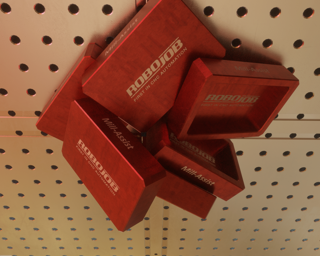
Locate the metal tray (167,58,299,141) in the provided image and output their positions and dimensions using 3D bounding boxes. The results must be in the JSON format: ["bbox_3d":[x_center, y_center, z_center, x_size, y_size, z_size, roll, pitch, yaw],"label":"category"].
[{"bbox_3d":[0.083,-0.029,0.352,0.131,0.030,0.089,-2,135,-29],"label":"metal tray"}]

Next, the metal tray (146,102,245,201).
[{"bbox_3d":[0.044,0.026,0.390,0.130,0.090,0.030,31,123,-24],"label":"metal tray"}]

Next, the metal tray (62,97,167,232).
[{"bbox_3d":[-0.058,0.037,0.343,0.030,0.130,0.089,-20,145,-42],"label":"metal tray"}]

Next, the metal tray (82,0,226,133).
[{"bbox_3d":[-0.007,-0.066,0.327,0.130,0.030,0.090,-44,122,14],"label":"metal tray"}]

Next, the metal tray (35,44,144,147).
[{"bbox_3d":[-0.082,-0.028,0.384,0.090,0.030,0.129,31,124,-25],"label":"metal tray"}]

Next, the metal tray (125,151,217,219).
[{"bbox_3d":[0.002,0.066,0.405,0.090,0.130,0.030,31,85,-24],"label":"metal tray"}]
